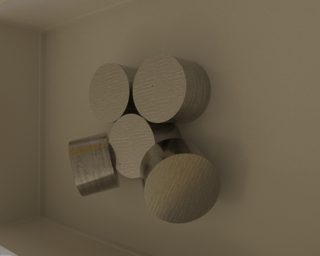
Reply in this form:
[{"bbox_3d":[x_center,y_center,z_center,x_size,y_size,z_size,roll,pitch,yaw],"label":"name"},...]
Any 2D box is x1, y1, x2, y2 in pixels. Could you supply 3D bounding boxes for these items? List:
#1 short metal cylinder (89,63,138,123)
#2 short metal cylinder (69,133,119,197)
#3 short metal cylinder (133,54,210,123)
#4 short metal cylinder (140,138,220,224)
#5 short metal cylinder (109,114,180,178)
[{"bbox_3d":[-0.053,-0.046,0.428,0.080,0.050,0.079,0,90,39],"label":"short metal cylinder"},{"bbox_3d":[-0.091,0.050,0.434,0.050,0.080,0.080,-14,78,-6],"label":"short metal cylinder"},{"bbox_3d":[0.013,-0.046,0.376,0.080,0.050,0.079,0,90,39],"label":"short metal cylinder"},{"bbox_3d":[0.020,0.057,0.343,0.050,0.081,0.079,-120,44,-72],"label":"short metal cylinder"},{"bbox_3d":[-0.020,0.022,0.401,0.080,0.050,0.079,0,90,39],"label":"short metal cylinder"}]
